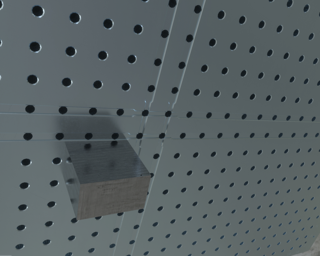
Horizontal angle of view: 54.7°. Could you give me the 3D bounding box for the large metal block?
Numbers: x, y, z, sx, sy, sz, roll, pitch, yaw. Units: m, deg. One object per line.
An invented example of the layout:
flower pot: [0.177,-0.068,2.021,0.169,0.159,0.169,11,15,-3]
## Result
large metal block: [-0.067,0.058,0.376,0.081,0.080,0.050,-3,120,-28]
